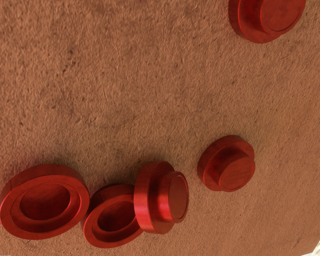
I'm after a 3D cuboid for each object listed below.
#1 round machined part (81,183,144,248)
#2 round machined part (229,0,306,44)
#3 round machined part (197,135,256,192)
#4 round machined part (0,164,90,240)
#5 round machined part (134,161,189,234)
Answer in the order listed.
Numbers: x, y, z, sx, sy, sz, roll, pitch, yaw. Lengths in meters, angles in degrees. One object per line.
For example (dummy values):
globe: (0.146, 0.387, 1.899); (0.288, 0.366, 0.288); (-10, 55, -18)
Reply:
round machined part: (-0.063, 0.117, 0.434); (0.099, 0.042, 0.097); (-14, 124, -21)
round machined part: (0.136, -0.151, 0.377); (0.099, 0.042, 0.097); (-14, 124, -21)
round machined part: (0.112, 0.064, 0.496); (0.099, 0.042, 0.097); (-14, 124, -21)
round machined part: (-0.138, 0.083, 0.371); (0.099, 0.042, 0.097); (-14, 124, -21)
round machined part: (0.008, 0.093, 0.421); (0.042, 0.098, 0.098); (-5, 134, 27)
